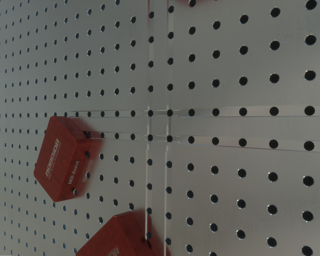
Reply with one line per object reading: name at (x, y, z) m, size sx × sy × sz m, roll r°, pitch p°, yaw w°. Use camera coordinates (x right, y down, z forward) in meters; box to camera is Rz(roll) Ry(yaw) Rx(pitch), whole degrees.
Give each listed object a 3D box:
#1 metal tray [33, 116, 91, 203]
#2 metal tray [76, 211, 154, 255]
metal tray at (-0.178, 0.055, 0.555) m, size 0.090 × 0.030 × 0.129 m, roll 36°, pitch 112°, yaw 34°
metal tray at (-0.070, 0.198, 0.465) m, size 0.129 × 0.030 × 0.090 m, roll -48°, pitch 62°, yaw 29°
